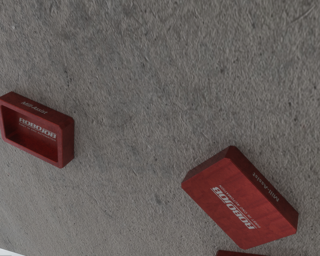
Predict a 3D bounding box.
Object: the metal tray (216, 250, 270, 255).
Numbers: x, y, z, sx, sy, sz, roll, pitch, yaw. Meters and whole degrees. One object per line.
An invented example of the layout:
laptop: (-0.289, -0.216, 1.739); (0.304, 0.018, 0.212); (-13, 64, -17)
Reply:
metal tray: (0.154, 0.235, 0.468); (0.130, 0.030, 0.090); (-6, 116, 30)

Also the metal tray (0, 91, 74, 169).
metal tray: (-0.205, 0.003, 0.513); (0.130, 0.030, 0.089); (22, 127, 14)

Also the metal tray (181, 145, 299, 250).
metal tray: (0.103, 0.095, 0.408); (0.130, 0.030, 0.090); (46, 129, -5)
